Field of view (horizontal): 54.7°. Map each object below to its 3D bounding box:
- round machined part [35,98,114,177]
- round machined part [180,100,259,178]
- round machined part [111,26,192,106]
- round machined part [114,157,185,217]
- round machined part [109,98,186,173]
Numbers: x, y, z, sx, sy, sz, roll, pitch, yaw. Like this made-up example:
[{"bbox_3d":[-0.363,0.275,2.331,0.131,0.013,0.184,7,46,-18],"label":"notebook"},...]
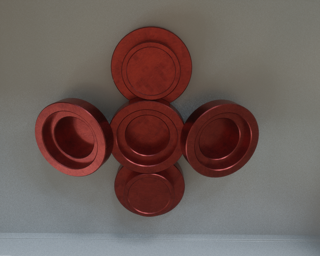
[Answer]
[{"bbox_3d":[-0.104,0.009,0.394,0.098,0.042,0.097,6,111,16],"label":"round machined part"},{"bbox_3d":[0.072,0.011,0.396,0.099,0.042,0.097,-6,111,-16],"label":"round machined part"},{"bbox_3d":[-0.010,-0.071,0.374,0.099,0.042,0.097,0,110,0],"label":"round machined part"},{"bbox_3d":[-0.015,0.083,0.431,0.099,0.042,0.097,0,110,0],"label":"round machined part"},{"bbox_3d":[-0.016,0.006,0.402,0.099,0.042,0.097,0,110,0],"label":"round machined part"}]
